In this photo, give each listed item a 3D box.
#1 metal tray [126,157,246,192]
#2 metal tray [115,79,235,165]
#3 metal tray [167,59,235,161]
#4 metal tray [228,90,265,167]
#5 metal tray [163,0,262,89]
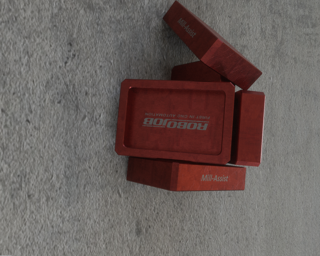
[{"bbox_3d":[0.035,0.058,0.395,0.131,0.090,0.030,9,85,-40],"label":"metal tray"},{"bbox_3d":[0.017,-0.008,0.359,0.030,0.131,0.089,21,73,-76],"label":"metal tray"},{"bbox_3d":[0.051,-0.021,0.408,0.030,0.090,0.129,10,84,-40],"label":"metal tray"},{"bbox_3d":[0.099,0.003,0.427,0.030,0.130,0.089,6,86,-7],"label":"metal tray"},{"bbox_3d":[0.065,-0.109,0.403,0.090,0.130,0.030,22,117,-38],"label":"metal tray"}]
